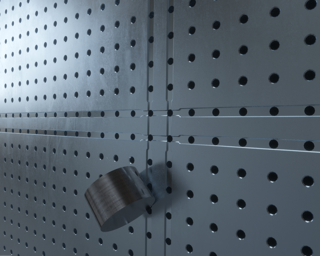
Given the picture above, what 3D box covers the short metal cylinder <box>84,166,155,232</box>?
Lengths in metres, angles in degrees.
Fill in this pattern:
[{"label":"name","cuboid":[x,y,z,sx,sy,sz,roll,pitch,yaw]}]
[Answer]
[{"label":"short metal cylinder","cuboid":[-0.054,0.096,0.420,0.080,0.081,0.050,-50,61,29]}]
